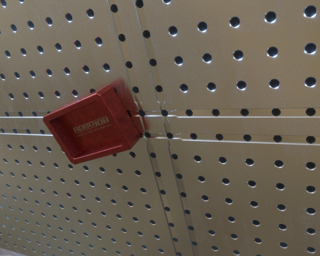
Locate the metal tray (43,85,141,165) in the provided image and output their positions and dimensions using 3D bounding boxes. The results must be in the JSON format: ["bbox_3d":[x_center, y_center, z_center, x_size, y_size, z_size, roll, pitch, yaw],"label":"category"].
[{"bbox_3d":[-0.103,0.000,0.460,0.130,0.030,0.090,-17,110,34],"label":"metal tray"}]
